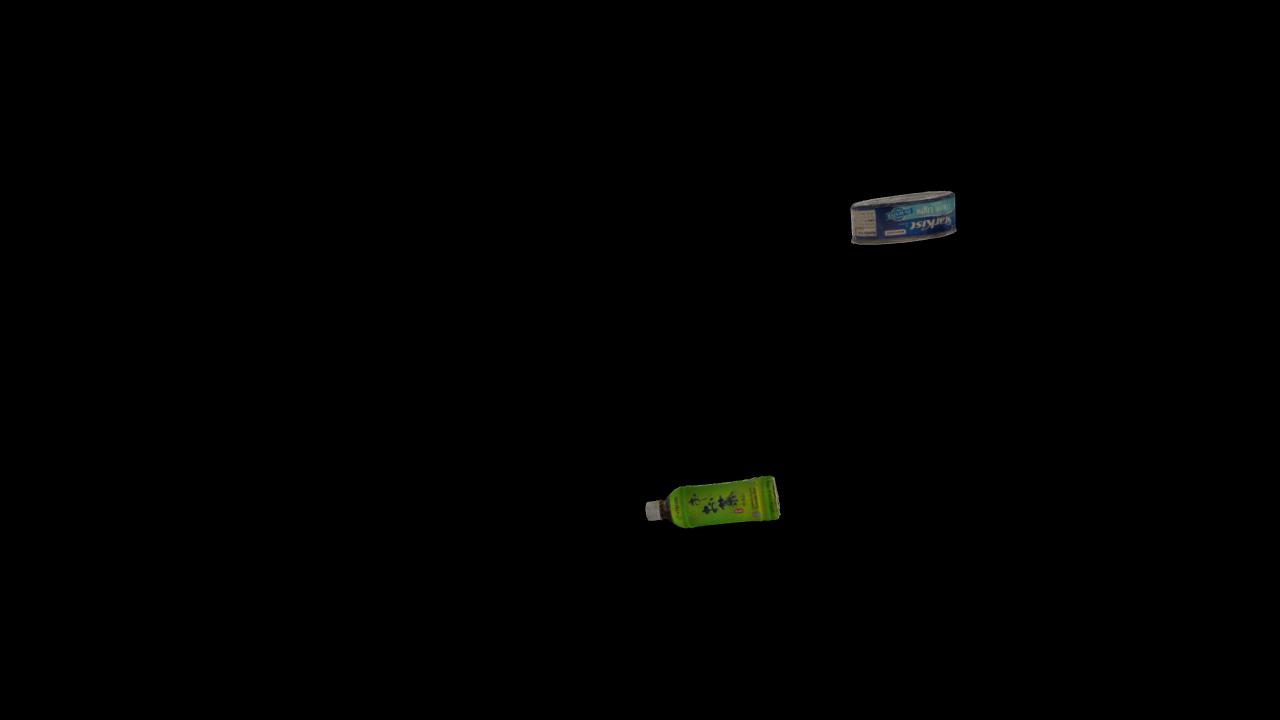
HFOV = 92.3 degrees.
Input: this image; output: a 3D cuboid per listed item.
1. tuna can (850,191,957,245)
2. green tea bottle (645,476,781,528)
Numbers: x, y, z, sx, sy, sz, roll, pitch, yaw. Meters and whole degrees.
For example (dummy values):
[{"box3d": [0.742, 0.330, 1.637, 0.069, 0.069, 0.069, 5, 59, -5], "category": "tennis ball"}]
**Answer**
[{"box3d": [0.225, -0.122, 0.528, 0.084, 0.034, 0.084, -8, 15, 2], "category": "tuna can"}, {"box3d": [0.114, 0.232, 0.983, 0.212, 0.073, 0.073, -11, -2, 11], "category": "green tea bottle"}]
